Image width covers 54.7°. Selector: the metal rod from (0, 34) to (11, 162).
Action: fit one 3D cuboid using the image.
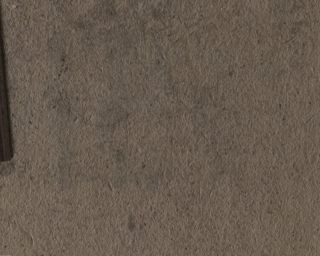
[{"bbox_3d":[-0.223,-0.105,0.406,0.025,0.025,0.298,-5,90,-1],"label":"metal rod"}]
